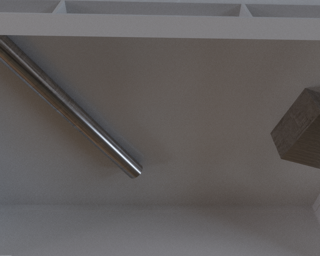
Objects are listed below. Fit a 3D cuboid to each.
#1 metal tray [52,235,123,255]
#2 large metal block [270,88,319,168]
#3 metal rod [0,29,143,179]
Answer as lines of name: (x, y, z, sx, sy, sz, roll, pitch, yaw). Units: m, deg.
metal tray: (-0.152, 0.268, 0.635, 0.131, 0.030, 0.089, 18, 128, -16)
large metal block: (0.206, 0.005, 0.400, 0.081, 0.050, 0.079, 14, 129, -13)
metal rod: (-0.119, -0.029, 0.382, 0.025, 0.025, 0.300, -27, 126, 21)
